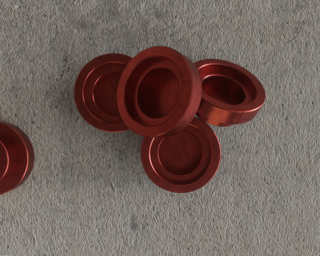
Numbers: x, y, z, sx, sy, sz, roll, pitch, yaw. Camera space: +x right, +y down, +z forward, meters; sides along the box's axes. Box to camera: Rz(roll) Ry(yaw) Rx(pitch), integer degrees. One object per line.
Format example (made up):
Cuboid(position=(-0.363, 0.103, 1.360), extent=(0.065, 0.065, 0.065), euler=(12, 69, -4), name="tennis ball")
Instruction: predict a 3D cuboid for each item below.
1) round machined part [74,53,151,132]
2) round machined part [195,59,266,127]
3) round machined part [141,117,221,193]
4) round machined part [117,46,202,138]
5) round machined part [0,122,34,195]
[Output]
Cuboid(position=(-0.056, -0.044, 0.401), extent=(0.099, 0.042, 0.097), euler=(0, 90, 0), name="round machined part")
Cuboid(position=(0.075, -0.040, 0.385), extent=(0.099, 0.042, 0.098), euler=(8, 46, -8), name="round machined part")
Cuboid(position=(0.026, 0.031, 0.400), extent=(0.099, 0.042, 0.097), euler=(0, 92, 1), name="round machined part")
Cuboid(position=(0.003, -0.037, 0.344), extent=(0.098, 0.042, 0.097), euler=(-4, 82, 34), name="round machined part")
Cuboid(position=(-0.220, 0.040, 0.400), extent=(0.099, 0.042, 0.097), euler=(0, 90, 0), name="round machined part")
